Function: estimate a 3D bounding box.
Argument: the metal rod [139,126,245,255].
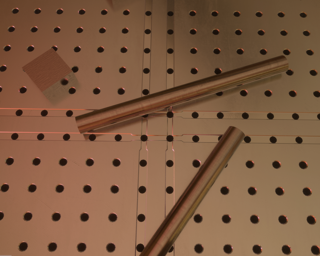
[{"bbox_3d":[0.013,0.119,0.367,0.025,0.025,0.300,35,73,11],"label":"metal rod"}]

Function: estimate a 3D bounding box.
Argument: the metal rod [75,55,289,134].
[{"bbox_3d":[0.035,-0.048,0.429,0.302,0.025,0.025,-17,71,-7],"label":"metal rod"}]

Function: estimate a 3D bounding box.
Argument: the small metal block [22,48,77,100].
[{"bbox_3d":[-0.156,-0.077,0.439,0.050,0.025,0.050,-39,75,-13],"label":"small metal block"}]

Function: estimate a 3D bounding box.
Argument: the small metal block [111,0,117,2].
[{"bbox_3d":[-0.067,-0.238,0.498,0.050,0.025,0.050,-29,73,-10],"label":"small metal block"}]
